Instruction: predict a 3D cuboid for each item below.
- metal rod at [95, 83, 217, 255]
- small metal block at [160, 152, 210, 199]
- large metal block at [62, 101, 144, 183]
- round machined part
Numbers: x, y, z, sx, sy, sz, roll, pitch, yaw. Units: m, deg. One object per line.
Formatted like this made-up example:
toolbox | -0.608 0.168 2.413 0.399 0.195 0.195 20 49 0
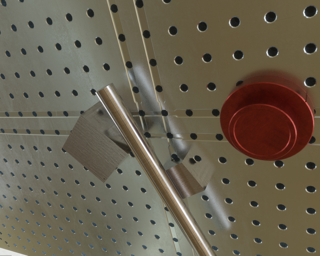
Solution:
metal rod | 0.003 0.075 0.422 0.025 0.025 0.299 -20 108 35
small metal block | 0.033 0.069 0.436 0.050 0.025 0.050 -33 101 38
large metal block | -0.082 0.020 0.449 0.080 0.050 0.080 40 129 0
round machined part | 0.114 -0.004 0.337 0.098 0.042 0.097 13 124 20
